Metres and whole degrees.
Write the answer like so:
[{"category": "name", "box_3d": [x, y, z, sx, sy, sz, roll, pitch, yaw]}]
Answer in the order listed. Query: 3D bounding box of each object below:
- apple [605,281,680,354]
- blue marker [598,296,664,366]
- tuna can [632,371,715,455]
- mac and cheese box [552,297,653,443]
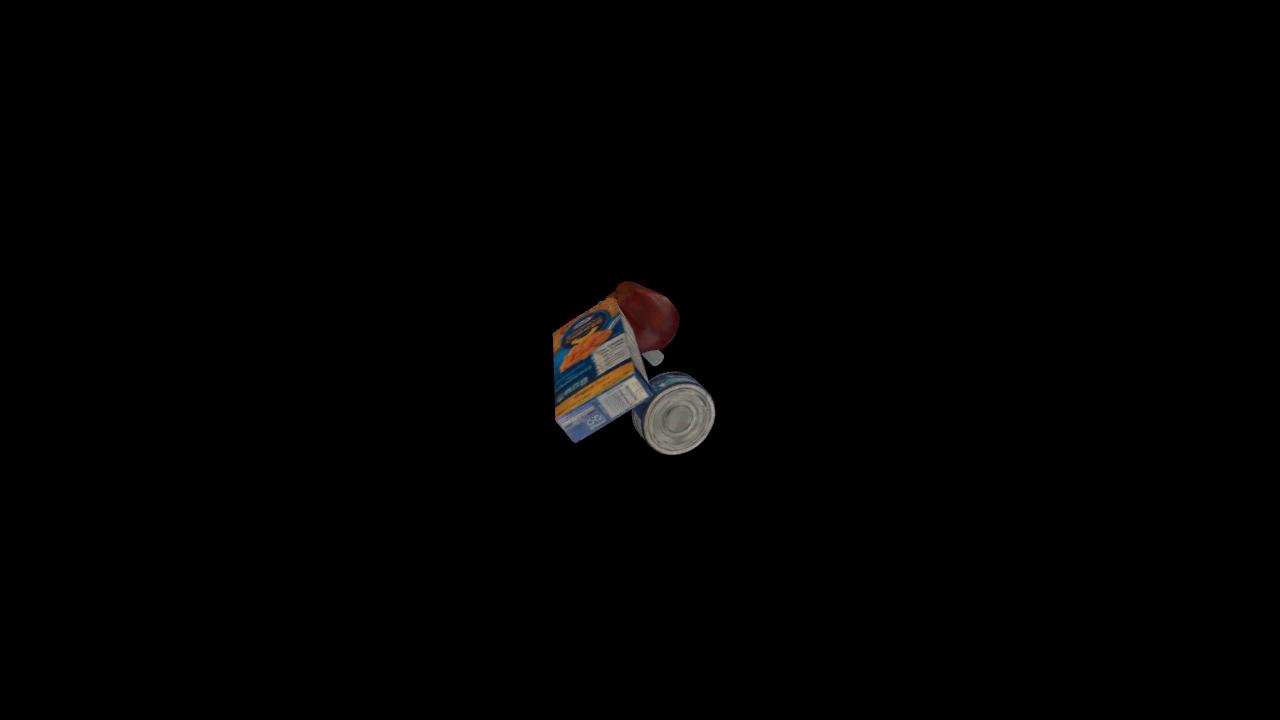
[{"category": "apple", "box_3d": [0.001, -0.049, 0.734, 0.079, 0.079, 0.093, 0, -28, 46]}, {"category": "blue marker", "box_3d": [-0.015, -0.036, 0.764, 0.020, 0.020, 0.121, 0, 38, -51]}, {"category": "tuna can", "box_3d": [0.036, 0.056, 0.644, 0.084, 0.084, 0.034, 0, 18, -20]}, {"category": "mac and cheese box", "box_3d": [-0.046, 0.002, 0.654, 0.093, 0.041, 0.184, -33, 29, 9]}]
